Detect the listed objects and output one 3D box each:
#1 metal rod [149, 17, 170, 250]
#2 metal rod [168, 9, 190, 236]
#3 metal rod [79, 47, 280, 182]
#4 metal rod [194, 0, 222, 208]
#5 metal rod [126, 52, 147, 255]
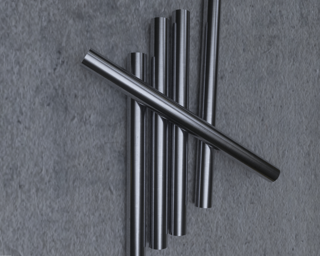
[{"bbox_3d":[-0.001,0.007,0.409,0.025,0.025,0.298,0,90,-20],"label":"metal rod"},{"bbox_3d":[0.026,-0.007,0.419,0.025,0.025,0.298,1,90,-20],"label":"metal rod"},{"bbox_3d":[0.038,-0.007,0.396,0.301,0.025,0.025,31,80,-18],"label":"metal rod"},{"bbox_3d":[0.068,-0.040,0.435,0.025,0.025,0.298,3,89,-20],"label":"metal rod"},{"bbox_3d":[-0.030,0.055,0.398,0.025,0.025,0.298,0,90,-20],"label":"metal rod"}]
